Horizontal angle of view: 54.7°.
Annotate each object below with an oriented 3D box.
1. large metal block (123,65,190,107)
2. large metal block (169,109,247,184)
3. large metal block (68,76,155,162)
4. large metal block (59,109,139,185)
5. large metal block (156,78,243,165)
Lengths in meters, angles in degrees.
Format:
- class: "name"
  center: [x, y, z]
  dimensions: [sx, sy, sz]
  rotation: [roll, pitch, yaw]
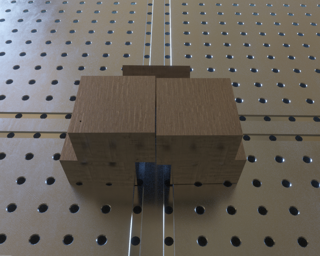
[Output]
- class: "large metal block"
  center: [-0.004, -0.056, 0.411]
  dimensions: [0.081, 0.050, 0.080]
  rotation: [0, 8, 0]
- class: "large metal block"
  center: [0.052, 0.020, 0.375]
  dimensions: [0.081, 0.050, 0.080]
  rotation: [-1, 50, -1]
- class: "large metal block"
  center: [-0.045, -0.010, 0.331]
  dimensions: [0.081, 0.050, 0.080]
  rotation: [0, 50, -1]
- class: "large metal block"
  center: [-0.066, 0.020, 0.374]
  dimensions: [0.081, 0.050, 0.080]
  rotation: [1, 50, 0]
- class: "large metal block"
  center: [0.037, -0.008, 0.331]
  dimensions: [0.081, 0.050, 0.080]
  rotation: [0, 50, -1]
